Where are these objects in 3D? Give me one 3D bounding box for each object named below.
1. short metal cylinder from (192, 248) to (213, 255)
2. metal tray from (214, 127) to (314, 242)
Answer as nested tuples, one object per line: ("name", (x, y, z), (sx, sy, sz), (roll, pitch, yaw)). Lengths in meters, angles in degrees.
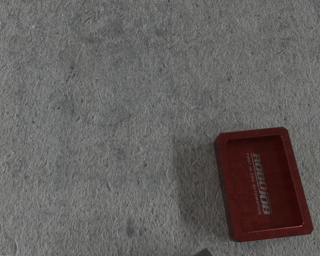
("short metal cylinder", (0.047, 0.173, 0.316), (0.050, 0.080, 0.080), (-28, 73, -10))
("metal tray", (0.123, 0.067, 0.381), (0.091, 0.030, 0.130), (-6, 70, -2))
